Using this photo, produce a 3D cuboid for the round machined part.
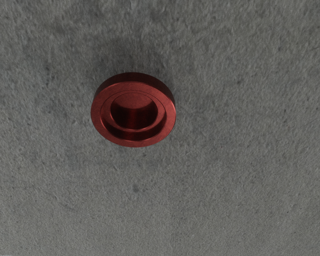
[{"bbox_3d":[-0.031,-0.025,0.374,0.099,0.042,0.097,-1,130,0],"label":"round machined part"}]
